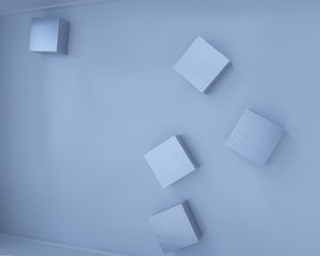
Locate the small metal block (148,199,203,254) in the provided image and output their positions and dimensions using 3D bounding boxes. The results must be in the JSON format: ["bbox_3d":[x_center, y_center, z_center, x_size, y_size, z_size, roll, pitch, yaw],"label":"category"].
[{"bbox_3d":[0.020,0.128,0.403,0.050,0.025,0.050,-27,81,18],"label":"small metal block"}]

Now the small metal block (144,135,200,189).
[{"bbox_3d":[0.016,0.043,0.405,0.050,0.025,0.050,-34,79,16],"label":"small metal block"}]

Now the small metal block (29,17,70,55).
[{"bbox_3d":[-0.167,-0.139,0.470,0.050,0.025,0.050,7,92,19],"label":"small metal block"}]

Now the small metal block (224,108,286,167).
[{"bbox_3d":[0.114,0.011,0.370,0.050,0.025,0.050,32,100,17],"label":"small metal block"}]

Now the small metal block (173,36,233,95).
[{"bbox_3d":[0.054,-0.078,0.391,0.050,0.025,0.050,43,103,15],"label":"small metal block"}]
